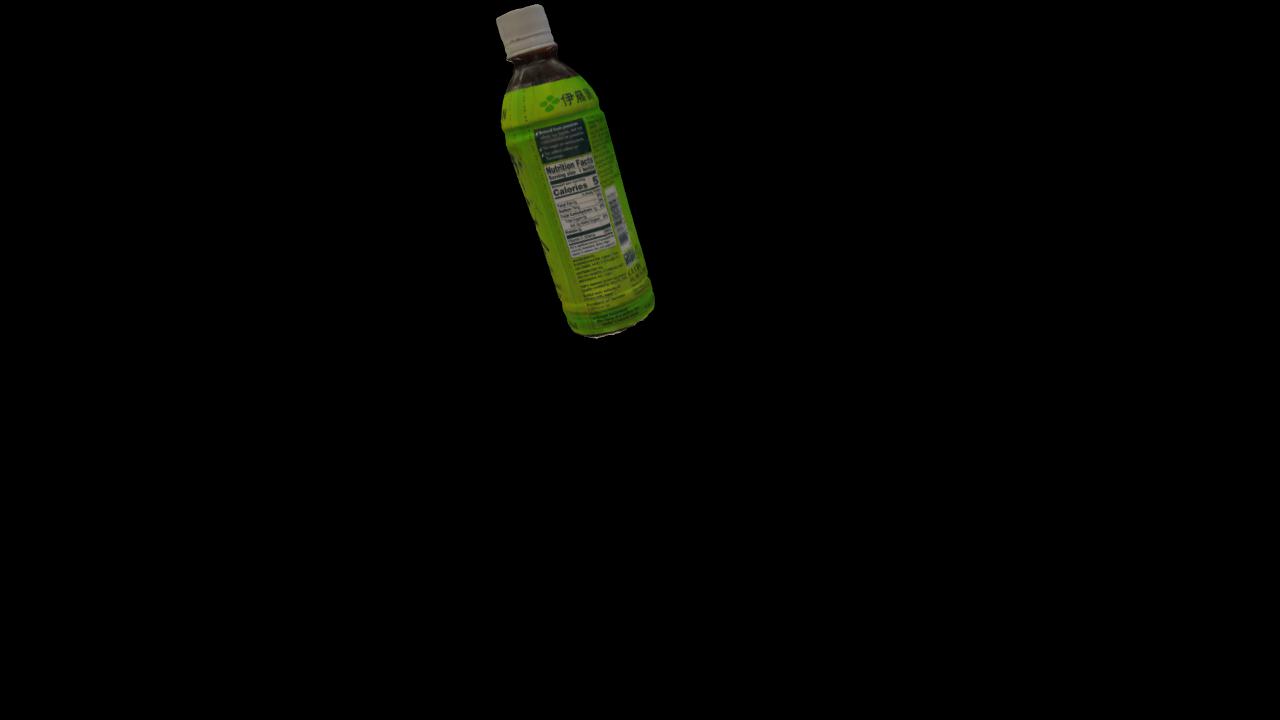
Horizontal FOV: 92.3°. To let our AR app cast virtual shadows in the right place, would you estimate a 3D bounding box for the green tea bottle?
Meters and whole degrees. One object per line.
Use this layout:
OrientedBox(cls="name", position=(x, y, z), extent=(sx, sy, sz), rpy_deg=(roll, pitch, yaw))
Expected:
OrientedBox(cls="green tea bottle", position=(-0.046, -0.122, 0.420), extent=(0.073, 0.212, 0.073), rpy_deg=(-12, 26, 6))
